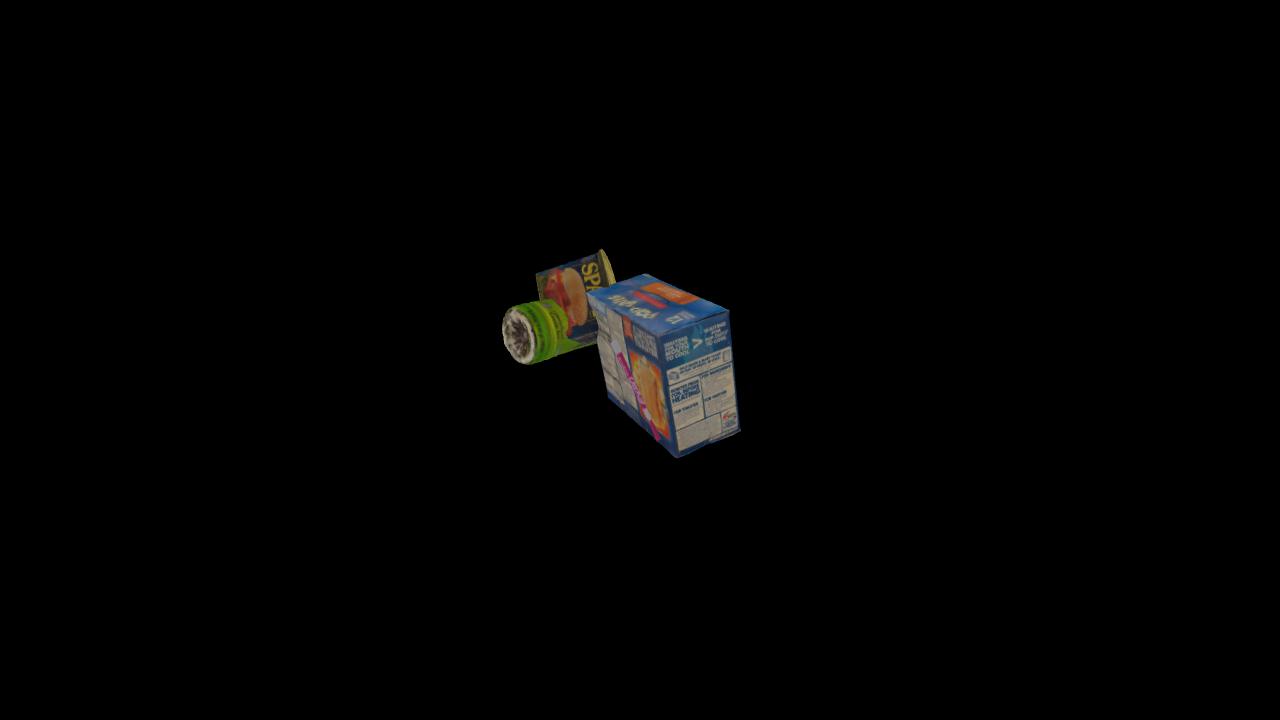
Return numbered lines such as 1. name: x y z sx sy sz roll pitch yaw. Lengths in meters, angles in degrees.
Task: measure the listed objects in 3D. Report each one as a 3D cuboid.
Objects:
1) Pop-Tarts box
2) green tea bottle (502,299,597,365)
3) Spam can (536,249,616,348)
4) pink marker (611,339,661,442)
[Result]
1. Pop-Tarts box: 0.023 -0.001 0.663 0.083 0.141 0.167 -22 28 -21
2. green tea bottle: -0.061 -0.053 0.750 0.212 0.073 0.073 -22 14 -40
3. Spam can: -0.068 -0.068 0.722 0.085 0.101 0.058 -17 -21 6
4. pink marker: 0.003 0.032 0.647 0.020 0.121 0.020 -25 -8 -4
